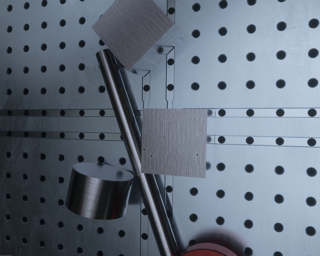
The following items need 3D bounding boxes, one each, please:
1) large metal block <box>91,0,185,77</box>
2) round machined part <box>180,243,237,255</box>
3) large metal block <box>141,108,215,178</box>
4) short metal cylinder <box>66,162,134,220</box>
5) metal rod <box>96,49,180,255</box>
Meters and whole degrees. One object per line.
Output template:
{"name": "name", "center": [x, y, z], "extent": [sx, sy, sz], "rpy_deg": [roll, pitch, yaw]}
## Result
{"name": "large metal block", "center": [-0.028, -0.127, 0.409], "extent": [0.080, 0.050, 0.080], "rpy_deg": [-42, 77, 15]}
{"name": "round machined part", "center": [0.063, 0.190, 0.381], "extent": [0.098, 0.042, 0.097], "rpy_deg": [0, 90, 20]}
{"name": "large metal block", "center": [0.024, 0.017, 0.391], "extent": [0.080, 0.050, 0.079], "rpy_deg": [2, 91, 20]}
{"name": "short metal cylinder", "center": [-0.079, 0.081, 0.411], "extent": [0.080, 0.080, 0.050], "rpy_deg": [14, 95, 19]}
{"name": "metal rod", "center": [-0.031, 0.034, 0.423], "extent": [0.025, 0.025, 0.299], "rpy_deg": [-21, 83, 19]}
